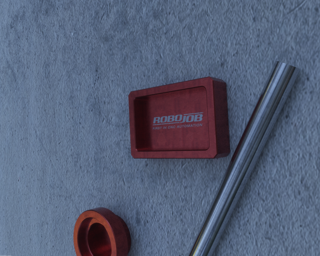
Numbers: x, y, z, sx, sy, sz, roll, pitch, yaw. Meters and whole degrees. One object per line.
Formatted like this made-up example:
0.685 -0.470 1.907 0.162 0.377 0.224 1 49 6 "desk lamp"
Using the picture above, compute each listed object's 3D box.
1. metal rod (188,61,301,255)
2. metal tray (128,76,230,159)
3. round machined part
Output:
0.075 0.073 0.341 0.025 0.025 0.298 32 109 35 "metal rod"
0.019 -0.008 0.384 0.130 0.030 0.089 -5 87 39 "metal tray"
-0.081 0.166 0.458 0.098 0.042 0.097 0 90 39 "round machined part"
